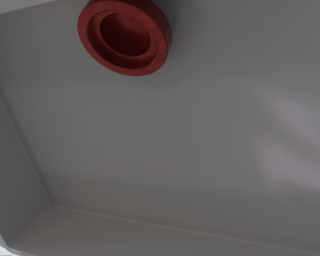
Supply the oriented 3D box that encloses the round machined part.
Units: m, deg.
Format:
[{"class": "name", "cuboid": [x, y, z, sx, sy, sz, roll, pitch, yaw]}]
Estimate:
[{"class": "round machined part", "cuboid": [-0.034, -0.106, 0.335, 0.098, 0.042, 0.098, 12, 146, 8]}]
